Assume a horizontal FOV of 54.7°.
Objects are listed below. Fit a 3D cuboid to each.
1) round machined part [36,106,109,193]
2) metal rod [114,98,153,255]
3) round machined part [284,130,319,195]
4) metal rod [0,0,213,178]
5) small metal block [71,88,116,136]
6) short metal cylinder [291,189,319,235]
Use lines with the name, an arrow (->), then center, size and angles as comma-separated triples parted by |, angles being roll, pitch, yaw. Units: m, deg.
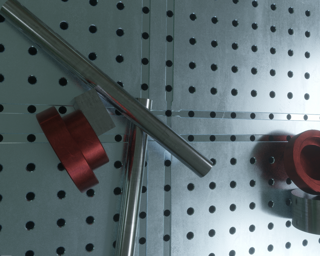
round machined part -> -0.091, 0.018, 0.340 | 0.042, 0.098, 0.098 | -30, 100, -15
metal rod -> -0.040, 0.111, 0.398 | 0.025, 0.025, 0.298 | 8, 88, -20
round machined part -> 0.234, 0.055, 0.480 | 0.099, 0.042, 0.098 | 5, 70, -15
metal rod -> -0.056, -0.042, 0.370 | 0.300, 0.025, 0.025 | 40, 77, -8
small metal block -> -0.081, -0.017, 0.369 | 0.025, 0.050, 0.050 | -31, 100, -18
short metal cylinder -> 0.245, 0.125, 0.473 | 0.081, 0.080, 0.050 | -3, 92, -20
